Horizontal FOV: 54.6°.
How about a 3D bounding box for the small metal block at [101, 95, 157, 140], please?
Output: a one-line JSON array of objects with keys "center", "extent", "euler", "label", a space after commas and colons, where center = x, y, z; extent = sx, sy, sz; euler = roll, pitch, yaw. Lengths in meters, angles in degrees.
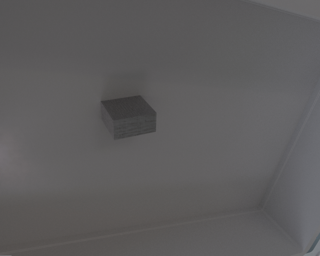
[{"center": [-0.038, -0.014, 0.363], "extent": [0.050, 0.050, 0.025], "euler": [-11, 123, -22], "label": "small metal block"}]
